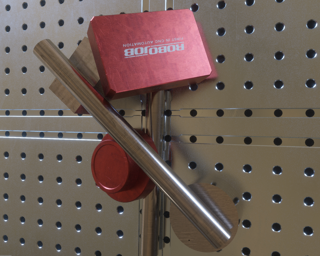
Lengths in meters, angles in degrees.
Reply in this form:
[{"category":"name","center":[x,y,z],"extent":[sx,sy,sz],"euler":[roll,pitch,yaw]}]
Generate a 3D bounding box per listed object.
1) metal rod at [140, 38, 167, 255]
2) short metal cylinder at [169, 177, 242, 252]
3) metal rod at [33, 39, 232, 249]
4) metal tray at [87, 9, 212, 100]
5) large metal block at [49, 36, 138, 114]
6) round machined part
[{"category":"metal rod","center":[-0.008,0.020,0.414],"extent":[0.025,0.025,0.298],"euler":[3,91,19]},{"category":"short metal cylinder","center":[0.058,0.103,0.379],"extent":[0.080,0.050,0.079],"euler":[0,90,19]},{"category":"metal rod","center":[-0.035,0.013,0.349],"extent":[0.300,0.025,0.025],"euler":[46,104,5]},{"category":"metal tray","center":[-0.011,-0.090,0.371],"extent":[0.131,0.030,0.090],"euler":[-14,83,-23]},{"category":"large metal block","center":[-0.084,-0.064,0.413],"extent":[0.050,0.080,0.080],"euler":[43,103,14]},{"category":"round machined part","center":[-0.052,0.049,0.404],"extent":[0.098,0.042,0.097],"euler":[0,90,37]}]
